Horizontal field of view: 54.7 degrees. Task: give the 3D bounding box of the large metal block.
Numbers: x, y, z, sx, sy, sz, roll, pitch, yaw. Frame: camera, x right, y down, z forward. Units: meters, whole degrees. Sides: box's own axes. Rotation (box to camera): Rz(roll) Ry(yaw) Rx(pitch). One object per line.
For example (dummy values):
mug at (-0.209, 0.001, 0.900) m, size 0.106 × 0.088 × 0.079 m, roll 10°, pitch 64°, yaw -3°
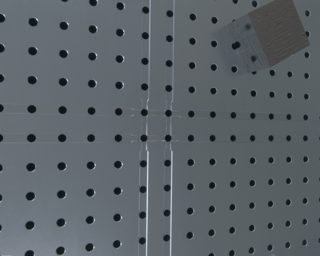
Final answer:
large metal block at (0.160, -0.138, 0.458) m, size 0.080 × 0.050 × 0.080 m, roll -30°, pitch 100°, yaw -18°
